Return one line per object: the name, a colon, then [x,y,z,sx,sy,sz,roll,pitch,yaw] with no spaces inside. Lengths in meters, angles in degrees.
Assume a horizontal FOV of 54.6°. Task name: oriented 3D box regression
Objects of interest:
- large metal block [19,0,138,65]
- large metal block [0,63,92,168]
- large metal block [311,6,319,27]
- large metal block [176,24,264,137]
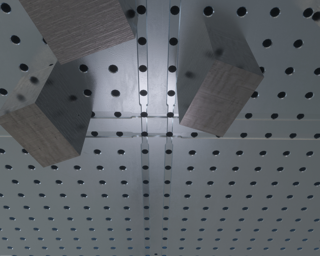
large metal block: [-0.075,-0.118,0.294,0.080,0.050,0.080,-16,129,13]
large metal block: [-0.129,-0.015,0.362,0.050,0.080,0.080,-18,128,15]
large metal block: [0.212,-0.119,0.295,0.080,0.050,0.080,15,129,-13]
large metal block: [0.058,-0.051,0.332,0.050,0.080,0.080,16,128,-13]
